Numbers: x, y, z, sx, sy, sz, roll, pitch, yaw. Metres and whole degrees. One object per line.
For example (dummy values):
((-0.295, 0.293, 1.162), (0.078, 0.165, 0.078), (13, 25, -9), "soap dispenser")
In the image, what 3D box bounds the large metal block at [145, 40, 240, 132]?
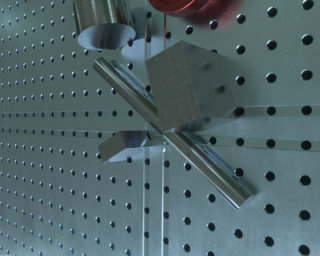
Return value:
((0.037, -0.041, 0.341), (0.050, 0.081, 0.080), (-22, 77, 38), "large metal block")

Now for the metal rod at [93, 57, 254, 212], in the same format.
((-0.001, -0.009, 0.407), (0.300, 0.025, 0.025), (44, 116, 30), "metal rod")

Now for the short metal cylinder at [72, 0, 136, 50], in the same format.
((-0.078, -0.150, 0.436), (0.080, 0.081, 0.050), (-18, 79, 38), "short metal cylinder")

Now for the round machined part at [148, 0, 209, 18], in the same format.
((0.032, -0.182, 0.371), (0.098, 0.042, 0.097), (0, 90, 39), "round machined part")

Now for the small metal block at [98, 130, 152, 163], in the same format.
((-0.049, 0.026, 0.431), (0.050, 0.050, 0.025), (-32, 70, 35), "small metal block")
